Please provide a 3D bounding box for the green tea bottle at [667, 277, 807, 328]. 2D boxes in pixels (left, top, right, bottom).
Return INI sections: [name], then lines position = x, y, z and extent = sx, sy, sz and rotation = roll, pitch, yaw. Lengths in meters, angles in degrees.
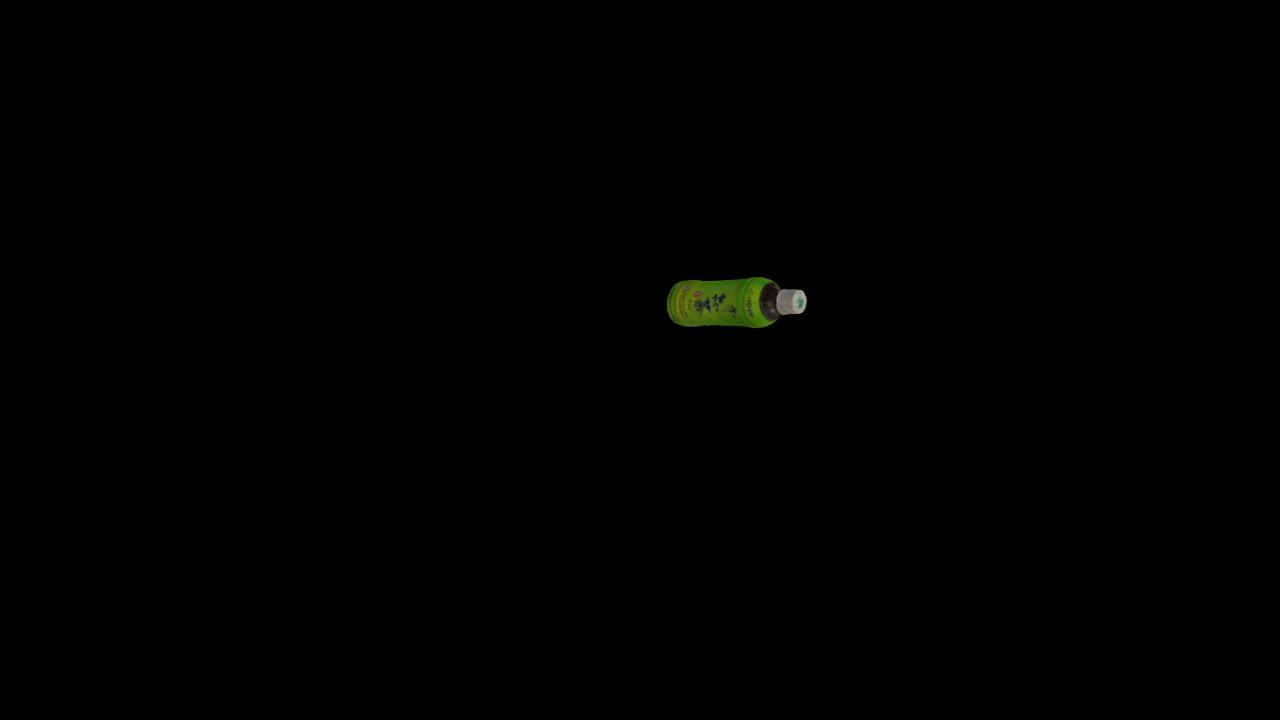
[green tea bottle]
position = 0.130, -0.079, 0.841
extent = 0.073, 0.073, 0.212
rotation = 0, 1, -40
